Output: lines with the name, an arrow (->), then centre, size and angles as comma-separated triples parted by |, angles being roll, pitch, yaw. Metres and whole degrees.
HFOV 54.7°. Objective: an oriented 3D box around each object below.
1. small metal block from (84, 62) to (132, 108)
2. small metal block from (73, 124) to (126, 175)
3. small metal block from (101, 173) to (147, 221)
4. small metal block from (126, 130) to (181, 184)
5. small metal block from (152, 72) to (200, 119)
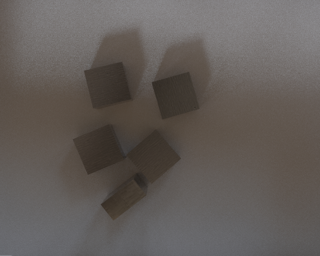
small metal block -> -0.067, -0.055, 0.411 | 0.050, 0.025, 0.050 | -14, 90, -1
small metal block -> -0.079, 0.028, 0.410 | 0.050, 0.025, 0.050 | -23, 90, -1
small metal block -> -0.044, 0.087, 0.398 | 0.050, 0.050, 0.025 | -38, 90, 0
small metal block -> -0.008, 0.037, 0.411 | 0.050, 0.025, 0.050 | -41, 91, 0
small metal block -> 0.020, -0.042, 0.412 | 0.050, 0.025, 0.050 | -16, 90, -1
